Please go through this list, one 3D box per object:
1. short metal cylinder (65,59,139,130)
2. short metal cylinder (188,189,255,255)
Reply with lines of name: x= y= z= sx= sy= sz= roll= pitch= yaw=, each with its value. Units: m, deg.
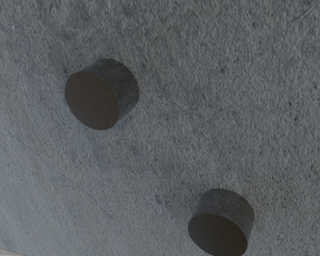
short metal cylinder: x=-0.075 y=-0.044 z=0.403 sx=0.080 sy=0.050 sz=0.079 roll=13 pitch=124 yaw=21
short metal cylinder: x=0.085 y=0.131 z=0.427 sx=0.080 sy=0.050 sz=0.079 roll=13 pitch=124 yaw=21
